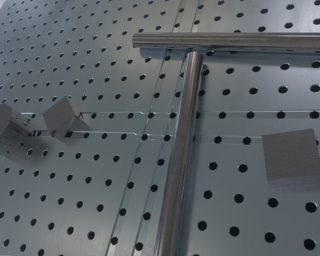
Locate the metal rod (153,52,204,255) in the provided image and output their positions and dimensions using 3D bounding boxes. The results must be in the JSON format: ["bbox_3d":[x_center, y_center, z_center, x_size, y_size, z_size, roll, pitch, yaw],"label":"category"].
[{"bbox_3d":[0.025,0.030,0.376,0.025,0.025,0.300,-4,60,26],"label":"metal rod"}]

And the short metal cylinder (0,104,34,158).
[{"bbox_3d":[-0.265,0.006,0.528,0.080,0.050,0.080,-13,56,21],"label":"short metal cylinder"}]

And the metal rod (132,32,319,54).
[{"bbox_3d":[0.086,-0.122,0.438,0.300,0.025,0.025,11,68,32],"label":"metal rod"}]

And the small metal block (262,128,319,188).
[{"bbox_3d":[0.135,0.032,0.318,0.050,0.025,0.050,-10,57,23],"label":"small metal block"}]

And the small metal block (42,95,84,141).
[{"bbox_3d":[-0.157,-0.017,0.501,0.050,0.025,0.050,-37,51,3],"label":"small metal block"}]
